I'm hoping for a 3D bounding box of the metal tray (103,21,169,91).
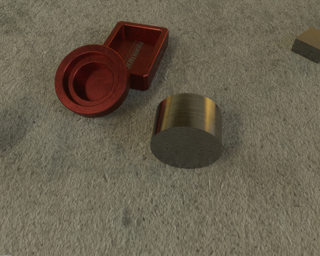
[{"bbox_3d":[-0.045,-0.120,0.500,0.090,0.030,0.130,12,51,10],"label":"metal tray"}]

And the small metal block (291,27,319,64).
[{"bbox_3d":[0.261,-0.141,0.524,0.050,0.025,0.050,-35,59,-26],"label":"small metal block"}]

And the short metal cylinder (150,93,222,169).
[{"bbox_3d":[0.032,0.005,0.363,0.080,0.080,0.050,5,50,4],"label":"short metal cylinder"}]

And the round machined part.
[{"bbox_3d":[-0.088,-0.061,0.425,0.098,0.042,0.098,-1,78,7],"label":"round machined part"}]
